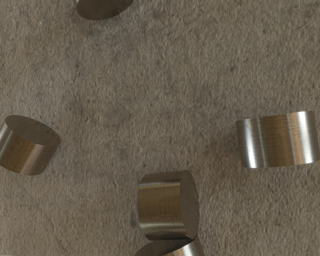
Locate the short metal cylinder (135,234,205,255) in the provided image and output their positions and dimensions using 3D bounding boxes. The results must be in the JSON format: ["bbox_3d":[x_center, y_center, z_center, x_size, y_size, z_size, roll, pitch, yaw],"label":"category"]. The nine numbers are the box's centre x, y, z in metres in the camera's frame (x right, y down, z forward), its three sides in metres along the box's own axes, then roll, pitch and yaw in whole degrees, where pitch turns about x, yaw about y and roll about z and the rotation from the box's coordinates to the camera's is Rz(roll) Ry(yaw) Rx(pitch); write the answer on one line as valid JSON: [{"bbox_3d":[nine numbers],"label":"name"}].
[{"bbox_3d":[0.016,0.165,0.374,0.080,0.080,0.050,-20,84,18],"label":"short metal cylinder"}]

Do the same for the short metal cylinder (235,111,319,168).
[{"bbox_3d":[0.126,0.012,0.335,0.080,0.080,0.050,-8,88,19],"label":"short metal cylinder"}]

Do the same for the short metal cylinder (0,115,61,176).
[{"bbox_3d":[-0.193,0.024,0.446,0.080,0.080,0.050,35,101,16],"label":"short metal cylinder"}]

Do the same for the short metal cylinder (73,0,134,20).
[{"bbox_3d":[-0.078,-0.187,0.406,0.080,0.080,0.050,-24,82,18],"label":"short metal cylinder"}]

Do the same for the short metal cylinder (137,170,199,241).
[{"bbox_3d":[0.013,0.093,0.375,0.050,0.080,0.080,-9,87,19],"label":"short metal cylinder"}]
